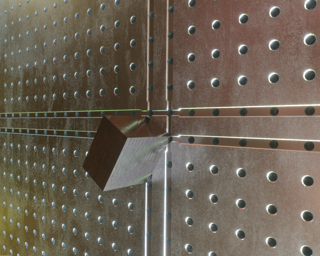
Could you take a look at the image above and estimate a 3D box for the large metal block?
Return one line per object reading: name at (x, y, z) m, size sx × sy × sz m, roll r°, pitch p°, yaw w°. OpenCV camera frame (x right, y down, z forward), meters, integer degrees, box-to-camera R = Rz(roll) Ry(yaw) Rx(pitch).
large metal block at (-0.044, 0.031, 0.411) m, size 0.050 × 0.081 × 0.080 m, roll 40°, pitch 115°, yaw 33°
